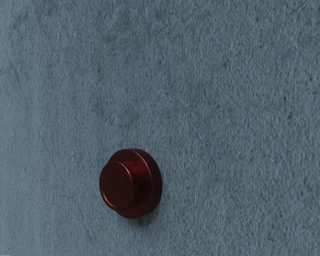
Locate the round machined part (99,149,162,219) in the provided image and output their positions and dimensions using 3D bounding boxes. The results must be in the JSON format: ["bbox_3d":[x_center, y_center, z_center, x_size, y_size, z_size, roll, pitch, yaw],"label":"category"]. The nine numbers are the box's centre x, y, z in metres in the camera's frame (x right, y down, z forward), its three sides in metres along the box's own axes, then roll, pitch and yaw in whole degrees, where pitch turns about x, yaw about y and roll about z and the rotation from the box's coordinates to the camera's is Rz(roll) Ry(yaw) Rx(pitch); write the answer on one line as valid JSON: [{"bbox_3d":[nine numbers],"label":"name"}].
[{"bbox_3d":[-0.048,0.078,0.434,0.098,0.042,0.097,0,90,40],"label":"round machined part"}]
